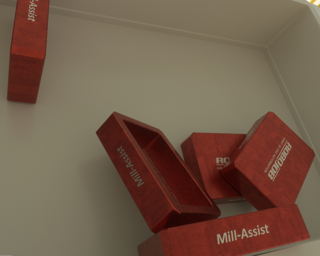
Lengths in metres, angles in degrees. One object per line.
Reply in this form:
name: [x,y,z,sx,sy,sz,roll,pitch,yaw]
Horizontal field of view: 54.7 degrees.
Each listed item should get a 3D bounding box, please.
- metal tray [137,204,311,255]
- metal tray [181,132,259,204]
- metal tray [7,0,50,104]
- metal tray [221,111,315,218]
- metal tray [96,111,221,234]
metal tray: [0.053,0.104,0.281,0.131,0.090,0.030,-4,64,-20]
metal tray: [0.100,0.054,0.423,0.131,0.030,0.090,2,61,-27]
metal tray: [-0.147,-0.104,0.348,0.030,0.090,0.130,7,59,-25]
metal tray: [0.149,0.046,0.415,0.090,0.030,0.131,45,51,3]
metal tray: [-0.002,0.045,0.322,0.090,0.030,0.130,22,26,-52]
